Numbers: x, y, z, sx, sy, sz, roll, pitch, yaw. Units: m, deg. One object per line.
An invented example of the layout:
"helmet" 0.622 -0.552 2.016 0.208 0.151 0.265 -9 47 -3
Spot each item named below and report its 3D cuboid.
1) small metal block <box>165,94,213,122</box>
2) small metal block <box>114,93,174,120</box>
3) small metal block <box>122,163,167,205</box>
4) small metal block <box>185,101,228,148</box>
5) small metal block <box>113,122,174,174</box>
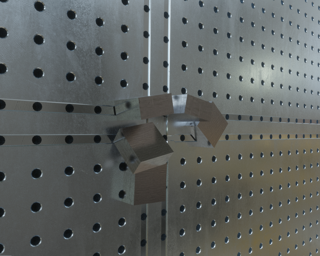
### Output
"small metal block" 0.035 -0.026 0.425 0.050 0.050 0.025 15 81 -40
"small metal block" -0.020 -0.026 0.378 0.050 0.050 0.025 -13 99 -40
"small metal block" -0.019 0.069 0.395 0.050 0.025 0.050 4 88 -40
"small metal block" 0.072 -0.005 0.472 0.050 0.025 0.050 50 61 -29
"small metal block" -0.020 0.023 0.377 0.050 0.025 0.050 -13 57 -40
